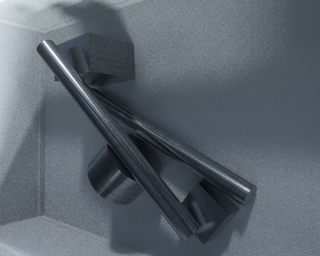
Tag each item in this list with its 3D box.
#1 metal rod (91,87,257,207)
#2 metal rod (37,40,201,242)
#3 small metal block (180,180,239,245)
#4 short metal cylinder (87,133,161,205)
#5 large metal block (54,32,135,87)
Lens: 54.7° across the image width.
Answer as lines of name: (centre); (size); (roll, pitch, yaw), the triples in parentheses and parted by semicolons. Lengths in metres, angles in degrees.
metal rod: (-0.010, 0.008, 0.412); (0.300, 0.025, 0.025); (31, 109, 35)
metal rod: (-0.058, 0.005, 0.375); (0.300, 0.025, 0.025); (50, 120, 13)
small metal block: (0.054, 0.096, 0.359); (0.050, 0.025, 0.050); (45, 117, 30)
short metal cylinder: (-0.046, 0.052, 0.404); (0.050, 0.081, 0.080); (-47, 62, 29)
large metal block: (-0.094, -0.094, 0.445); (0.080, 0.081, 0.050); (-5, 87, 39)
